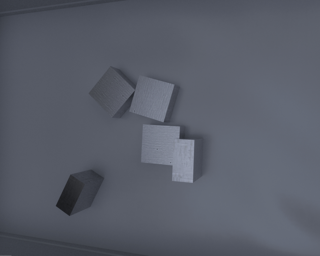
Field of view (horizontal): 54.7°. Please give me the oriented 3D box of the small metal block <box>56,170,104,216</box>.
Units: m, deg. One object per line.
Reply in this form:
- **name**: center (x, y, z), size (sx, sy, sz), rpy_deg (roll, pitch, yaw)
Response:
- **small metal block**: center (-0.111, 0.089, 0.435), size (0.025, 0.050, 0.050), rpy_deg (30, 100, 17)

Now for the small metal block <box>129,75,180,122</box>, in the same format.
- **small metal block**: center (-0.007, -0.038, 0.412), size (0.050, 0.025, 0.050), rpy_deg (18, 96, 18)

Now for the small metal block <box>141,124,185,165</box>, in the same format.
- **small metal block**: center (0.004, 0.021, 0.408), size (0.050, 0.025, 0.050), rpy_deg (3, 91, 19)

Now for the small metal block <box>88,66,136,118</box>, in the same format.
- **small metal block**: center (-0.062, -0.049, 0.431), size (0.050, 0.025, 0.050), rpy_deg (45, 104, 14)

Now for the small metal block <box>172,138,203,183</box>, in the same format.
- **small metal block**: center (0.035, 0.038, 0.384), size (0.025, 0.050, 0.050), rpy_deg (2, 91, 20)
